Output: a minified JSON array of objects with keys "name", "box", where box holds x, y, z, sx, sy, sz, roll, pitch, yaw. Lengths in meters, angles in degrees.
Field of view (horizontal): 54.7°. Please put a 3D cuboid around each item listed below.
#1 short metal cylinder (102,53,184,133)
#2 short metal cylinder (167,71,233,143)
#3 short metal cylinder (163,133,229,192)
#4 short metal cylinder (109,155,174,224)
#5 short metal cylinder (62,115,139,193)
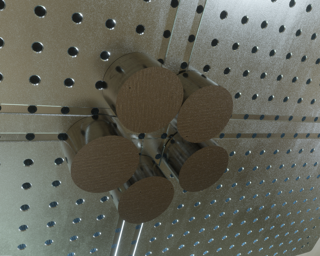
[{"name":"short metal cylinder","box":[-0.020,-0.041,0.358,0.081,0.050,0.079,-14,125,-21]},{"name":"short metal cylinder","box":[0.046,-0.028,0.402,0.081,0.050,0.079,-14,124,-21]},{"name":"short metal cylinder","box":[0.051,0.046,0.450,0.081,0.050,0.079,-14,126,-20]},{"name":"short metal cylinder","box":[-0.027,0.085,0.431,0.081,0.050,0.079,-13,124,-21]},{"name":"short metal cylinder","box":[-0.072,0.031,0.374,0.081,0.050,0.079,-14,125,-21]}]
